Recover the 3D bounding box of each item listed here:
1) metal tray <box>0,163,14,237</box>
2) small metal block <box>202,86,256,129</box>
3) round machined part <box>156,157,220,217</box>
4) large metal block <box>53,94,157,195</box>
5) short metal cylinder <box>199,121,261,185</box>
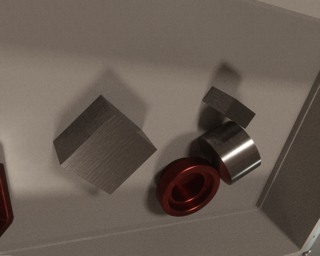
[{"bbox_3d":[-0.199,0.101,0.299,0.030,0.130,0.089,10,119,7],"label":"metal tray"},{"bbox_3d":[0.095,-0.029,0.428,0.050,0.050,0.025,27,100,-38],"label":"small metal block"},{"bbox_3d":[0.039,0.084,0.472,0.099,0.042,0.097,-14,125,-20],"label":"round machined part"},{"bbox_3d":[-0.065,0.021,0.371,0.080,0.050,0.080,-44,130,2],"label":"large metal block"},{"bbox_3d":[0.100,0.036,0.452,0.050,0.080,0.080,-31,129,-9],"label":"short metal cylinder"}]
